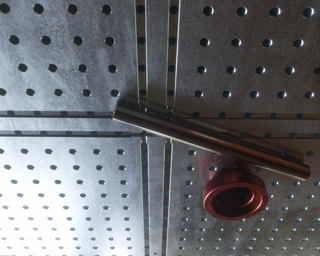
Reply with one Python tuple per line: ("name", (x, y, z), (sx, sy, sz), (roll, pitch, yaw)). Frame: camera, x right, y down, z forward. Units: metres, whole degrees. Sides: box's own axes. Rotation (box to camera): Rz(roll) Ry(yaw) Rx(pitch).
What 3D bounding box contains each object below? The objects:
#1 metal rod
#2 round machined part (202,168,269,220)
("metal rod", (0.081, 0.023, 0.431), (0.302, 0.025, 0.025), (18, 128, -15))
("round machined part", (0.116, 0.100, 0.487), (0.099, 0.042, 0.097), (0, 130, 0))
